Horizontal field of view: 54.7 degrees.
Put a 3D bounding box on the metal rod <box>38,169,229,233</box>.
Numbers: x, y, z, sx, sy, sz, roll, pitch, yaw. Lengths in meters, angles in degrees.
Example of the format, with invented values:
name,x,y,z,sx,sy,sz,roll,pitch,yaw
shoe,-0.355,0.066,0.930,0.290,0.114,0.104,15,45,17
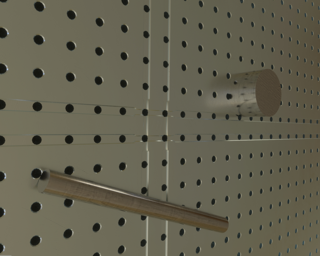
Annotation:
name,x,y,z,sx,sy,sz,roll,pitch,yaw
metal rod,-0.009,0.104,0.403,0.301,0.025,0.025,25,74,-37

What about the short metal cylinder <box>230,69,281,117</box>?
name,x,y,z,sx,sy,sz,roll,pitch,yaw
short metal cylinder,0.166,-0.059,0.535,0.081,0.050,0.079,0,90,-40
